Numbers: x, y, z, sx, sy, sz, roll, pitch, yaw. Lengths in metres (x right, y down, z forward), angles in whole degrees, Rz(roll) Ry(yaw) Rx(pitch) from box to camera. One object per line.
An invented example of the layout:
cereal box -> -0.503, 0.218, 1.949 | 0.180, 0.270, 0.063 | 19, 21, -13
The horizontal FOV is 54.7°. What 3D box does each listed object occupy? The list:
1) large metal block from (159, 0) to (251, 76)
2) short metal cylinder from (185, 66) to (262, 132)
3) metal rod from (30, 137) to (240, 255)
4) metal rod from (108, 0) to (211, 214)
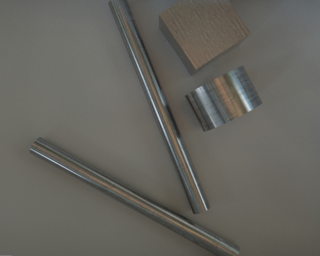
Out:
large metal block -> 0.054, -0.126, 0.400 | 0.080, 0.050, 0.080 | -34, 90, 0
short metal cylinder -> 0.078, -0.036, 0.385 | 0.080, 0.080, 0.050 | -27, 90, 0
metal rod -> -0.033, 0.096, 0.411 | 0.301, 0.025, 0.025 | 29, 90, -1
metal rod -> -0.001, -0.030, 0.411 | 0.025, 0.025, 0.299 | -22, 90, 0
